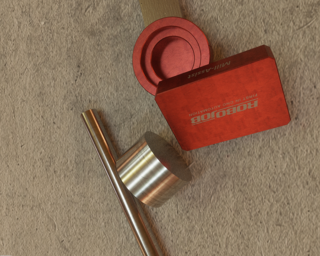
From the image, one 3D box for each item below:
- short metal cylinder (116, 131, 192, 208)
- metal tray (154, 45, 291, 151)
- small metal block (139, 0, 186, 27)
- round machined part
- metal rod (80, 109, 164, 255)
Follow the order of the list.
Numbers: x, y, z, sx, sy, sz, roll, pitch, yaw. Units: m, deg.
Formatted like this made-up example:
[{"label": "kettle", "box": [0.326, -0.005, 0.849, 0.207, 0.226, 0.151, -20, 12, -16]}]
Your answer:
[{"label": "short metal cylinder", "box": [-0.007, 0.050, 0.382, 0.050, 0.080, 0.080, -44, 76, 15]}, {"label": "metal tray", "box": [0.071, -0.029, 0.354, 0.130, 0.030, 0.090, -17, 124, 19]}, {"label": "small metal block", "box": [0.004, -0.152, 0.407, 0.050, 0.025, 0.050, -14, 85, 19]}, {"label": "round machined part", "box": [0.019, -0.085, 0.389, 0.098, 0.042, 0.097, 3, 98, 20]}, {"label": "metal rod", "box": [-0.038, 0.111, 0.422, 0.025, 0.025, 0.299, -29, 81, 17]}]
